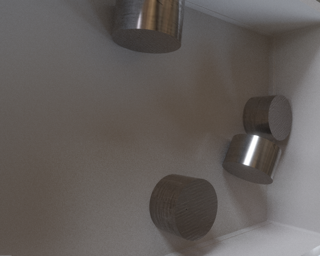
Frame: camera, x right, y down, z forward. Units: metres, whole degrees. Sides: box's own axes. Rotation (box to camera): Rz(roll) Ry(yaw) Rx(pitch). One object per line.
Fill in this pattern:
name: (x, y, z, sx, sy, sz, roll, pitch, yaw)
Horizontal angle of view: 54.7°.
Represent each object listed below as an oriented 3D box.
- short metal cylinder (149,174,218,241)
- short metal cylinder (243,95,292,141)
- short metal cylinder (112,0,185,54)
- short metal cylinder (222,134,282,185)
short metal cylinder: (0.033, 0.106, 0.420, 0.081, 0.050, 0.079, 0, 90, -40)
short metal cylinder: (0.194, -0.018, 0.556, 0.081, 0.050, 0.079, 0, 90, -40)
short metal cylinder: (-0.013, -0.124, 0.361, 0.081, 0.080, 0.050, 9, 85, -40)
short metal cylinder: (0.147, 0.051, 0.497, 0.080, 0.080, 0.050, 38, 67, -34)
